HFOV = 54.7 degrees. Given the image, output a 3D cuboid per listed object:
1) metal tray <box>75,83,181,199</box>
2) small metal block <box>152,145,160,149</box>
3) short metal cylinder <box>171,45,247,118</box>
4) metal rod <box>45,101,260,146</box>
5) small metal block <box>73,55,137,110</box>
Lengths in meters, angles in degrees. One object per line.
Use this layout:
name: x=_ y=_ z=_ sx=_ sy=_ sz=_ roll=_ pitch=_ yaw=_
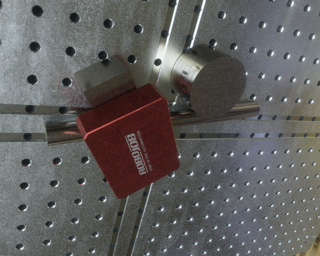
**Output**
metal tray: x=-0.029 y=0.021 z=0.356 sx=0.091 sy=0.030 sz=0.129 roll=-27 pitch=139 yaw=-11
small metal block: x=-0.019 y=0.041 z=0.426 sx=0.050 sy=0.025 sz=0.050 roll=-21 pitch=127 yaw=-16
short metal cylinder: x=0.061 y=-0.059 z=0.393 sx=0.081 sy=0.050 sz=0.079 roll=-14 pitch=125 yaw=-21
metal rod: x=0.008 y=-0.011 z=0.411 sx=0.303 sy=0.025 sz=0.025 roll=-8 pitch=122 yaw=-25
small metal block: x=-0.060 y=-0.049 z=0.332 sx=0.050 sy=0.050 sz=0.025 roll=-28 pitch=128 yaw=-11
